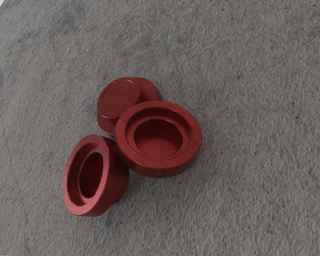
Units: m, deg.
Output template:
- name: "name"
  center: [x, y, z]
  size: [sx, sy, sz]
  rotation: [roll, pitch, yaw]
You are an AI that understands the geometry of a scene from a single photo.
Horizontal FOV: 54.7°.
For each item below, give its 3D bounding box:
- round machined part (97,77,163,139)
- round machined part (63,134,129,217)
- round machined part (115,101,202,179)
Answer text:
- name: "round machined part"
  center: [-0.049, -0.033, 0.439]
  size: [0.098, 0.042, 0.098]
  rotation: [-13, 56, 21]
- name: "round machined part"
  center: [-0.075, 0.059, 0.383]
  size: [0.098, 0.042, 0.098]
  rotation: [-19, 61, 40]
- name: "round machined part"
  center: [-0.003, 0.017, 0.366]
  size: [0.099, 0.042, 0.098]
  rotation: [4, 51, -4]
